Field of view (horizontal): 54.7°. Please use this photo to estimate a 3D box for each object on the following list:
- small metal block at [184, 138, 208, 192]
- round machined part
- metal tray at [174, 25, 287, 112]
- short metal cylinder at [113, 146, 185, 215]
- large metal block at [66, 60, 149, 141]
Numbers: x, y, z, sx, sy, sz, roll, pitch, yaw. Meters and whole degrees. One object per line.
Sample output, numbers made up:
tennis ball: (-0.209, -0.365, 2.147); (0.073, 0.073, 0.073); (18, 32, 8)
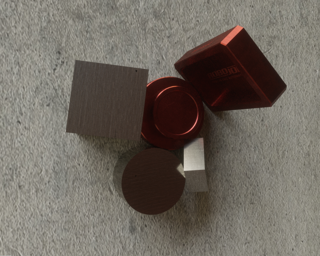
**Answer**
small metal block: (0.047, 0.049, 0.404); (0.025, 0.050, 0.050); (-5, 137, 10)
round machined part: (0.016, -0.020, 0.409); (0.099, 0.042, 0.097); (0, 90, -21)
metal tray: (0.079, -0.065, 0.384); (0.030, 0.130, 0.090); (-46, 105, -14)
short metal cylinder: (-0.015, 0.064, 0.393); (0.081, 0.050, 0.079); (0, 90, -21)
large metal block: (-0.058, -0.029, 0.363); (0.081, 0.050, 0.080); (7, 88, -3)
